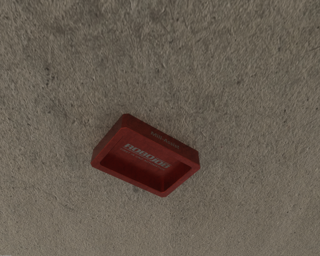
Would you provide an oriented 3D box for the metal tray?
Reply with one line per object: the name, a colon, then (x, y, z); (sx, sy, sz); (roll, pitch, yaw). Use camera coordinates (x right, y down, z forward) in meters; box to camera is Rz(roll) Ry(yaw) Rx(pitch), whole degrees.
metal tray: (-0.020, 0.044, 0.443); (0.131, 0.030, 0.090); (29, 124, -23)
